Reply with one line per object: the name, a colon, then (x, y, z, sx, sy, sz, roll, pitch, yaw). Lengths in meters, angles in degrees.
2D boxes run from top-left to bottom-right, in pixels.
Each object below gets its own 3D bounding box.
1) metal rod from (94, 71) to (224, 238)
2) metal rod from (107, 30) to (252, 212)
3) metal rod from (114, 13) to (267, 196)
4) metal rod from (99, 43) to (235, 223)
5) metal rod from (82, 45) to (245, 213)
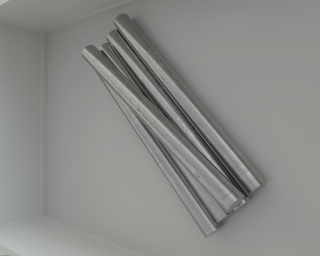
metal rod: (-0.016, 0.009, 0.419, 0.025, 0.025, 0.300, -50, 61, 28)
metal rod: (0.010, -0.027, 0.397, 0.025, 0.025, 0.300, -50, 61, 28)
metal rod: (0.023, -0.046, 0.387, 0.025, 0.025, 0.300, -50, 61, 28)
metal rod: (-0.004, -0.011, 0.409, 0.025, 0.025, 0.300, -50, 61, 28)
metal rod: (-0.014, -0.018, 0.383, 0.300, 0.025, 0.025, 46, 118, 30)
